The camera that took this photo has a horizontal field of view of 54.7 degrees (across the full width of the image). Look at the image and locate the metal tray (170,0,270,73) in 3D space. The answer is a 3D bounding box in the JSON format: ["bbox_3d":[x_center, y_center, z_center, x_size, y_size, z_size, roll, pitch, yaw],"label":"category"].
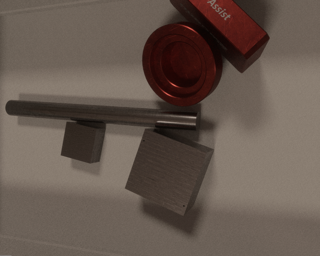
[{"bbox_3d":[0.059,-0.124,0.346,0.030,0.090,0.130,-44,82,9],"label":"metal tray"}]

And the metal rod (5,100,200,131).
[{"bbox_3d":[-0.093,-0.020,0.442,0.301,0.025,0.025,5,92,19],"label":"metal rod"}]

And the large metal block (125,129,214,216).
[{"bbox_3d":[0.013,0.052,0.392,0.080,0.050,0.080,21,97,18],"label":"large metal block"}]

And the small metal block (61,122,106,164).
[{"bbox_3d":[-0.111,0.020,0.448,0.050,0.025,0.050,12,94,19],"label":"small metal block"}]

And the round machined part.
[{"bbox_3d":[0.030,-0.079,0.376,0.098,0.042,0.097,16,122,28],"label":"round machined part"}]
